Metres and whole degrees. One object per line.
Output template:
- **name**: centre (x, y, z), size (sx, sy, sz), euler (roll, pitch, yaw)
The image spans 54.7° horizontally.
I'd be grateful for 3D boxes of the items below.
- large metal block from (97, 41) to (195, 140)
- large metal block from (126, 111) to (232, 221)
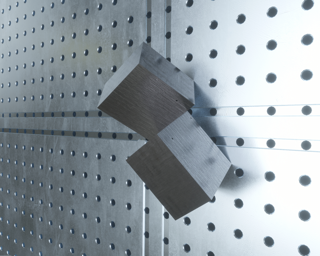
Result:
- **large metal block**: centre (-0.016, -0.042, 0.375), size (0.080, 0.080, 0.050), euler (-40, 28, 32)
- **large metal block**: centre (0.024, 0.037, 0.337), size (0.050, 0.080, 0.080), euler (-40, 88, 32)
